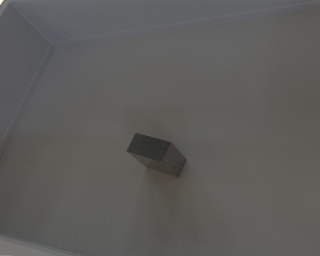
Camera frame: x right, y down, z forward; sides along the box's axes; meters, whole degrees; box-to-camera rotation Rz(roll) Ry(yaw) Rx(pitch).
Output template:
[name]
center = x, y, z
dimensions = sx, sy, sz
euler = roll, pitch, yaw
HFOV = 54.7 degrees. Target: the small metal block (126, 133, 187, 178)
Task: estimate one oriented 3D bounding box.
[small metal block]
center = -0.003, 0.033, 0.370
dimensions = 0.050, 0.050, 0.025
euler = 14, 69, 33
